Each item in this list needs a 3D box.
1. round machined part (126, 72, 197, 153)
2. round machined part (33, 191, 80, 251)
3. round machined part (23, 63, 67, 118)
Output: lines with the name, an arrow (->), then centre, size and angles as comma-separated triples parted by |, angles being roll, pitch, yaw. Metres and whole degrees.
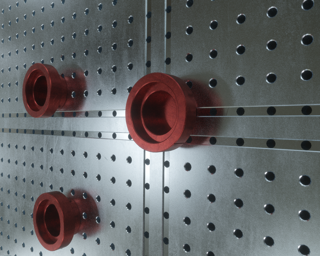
round machined part -> 0.005, -0.019, 0.392 | 0.098, 0.042, 0.097 | 0, 90, 39
round machined part -> -0.177, 0.159, 0.541 | 0.098, 0.042, 0.097 | 0, 90, 39
round machined part -> -0.207, -0.067, 0.565 | 0.098, 0.042, 0.097 | 0, 90, 39
